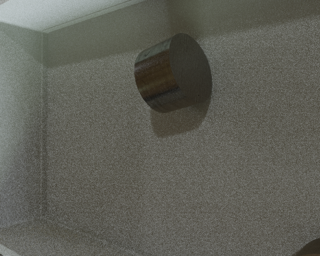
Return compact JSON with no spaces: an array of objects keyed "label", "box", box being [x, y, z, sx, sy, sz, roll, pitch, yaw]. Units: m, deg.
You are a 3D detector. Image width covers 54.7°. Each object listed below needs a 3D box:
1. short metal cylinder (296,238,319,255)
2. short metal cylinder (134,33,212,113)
[{"label":"short metal cylinder","box":[0.151,0.141,0.266,0.080,0.050,0.080,0,90,40]},{"label":"short metal cylinder","box":[0.017,-0.061,0.357,0.050,0.081,0.080,-15,81,39]}]
